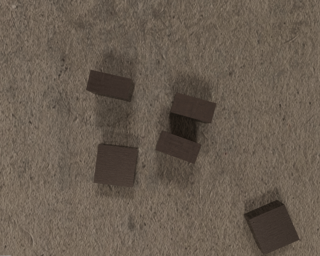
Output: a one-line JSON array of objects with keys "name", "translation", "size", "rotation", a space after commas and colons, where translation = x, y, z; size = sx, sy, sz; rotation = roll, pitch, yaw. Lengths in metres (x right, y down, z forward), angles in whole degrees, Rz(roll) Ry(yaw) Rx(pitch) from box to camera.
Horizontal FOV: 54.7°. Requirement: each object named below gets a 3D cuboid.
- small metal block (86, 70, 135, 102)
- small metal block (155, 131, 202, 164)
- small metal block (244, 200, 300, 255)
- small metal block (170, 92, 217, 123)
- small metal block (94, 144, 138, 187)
[{"name": "small metal block", "translation": [-0.062, -0.053, 0.397], "size": [0.050, 0.050, 0.025], "rotation": [13, 90, -1]}, {"name": "small metal block", "translation": [0.022, 0.023, 0.398], "size": [0.050, 0.050, 0.025], "rotation": [20, 90, -1]}, {"name": "small metal block", "translation": [0.148, 0.131, 0.412], "size": [0.050, 0.025, 0.050], "rotation": [-23, 90, -1]}, {"name": "small metal block", "translation": [0.041, -0.025, 0.398], "size": [0.050, 0.050, 0.025], "rotation": [15, 90, -1]}, {"name": "small metal block", "translation": [-0.057, 0.049, 0.409], "size": [0.050, 0.025, 0.050], "rotation": [7, 90, -1]}]
